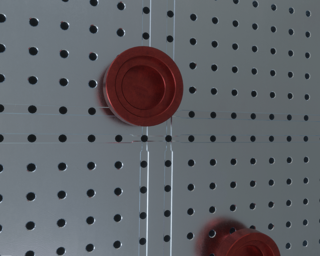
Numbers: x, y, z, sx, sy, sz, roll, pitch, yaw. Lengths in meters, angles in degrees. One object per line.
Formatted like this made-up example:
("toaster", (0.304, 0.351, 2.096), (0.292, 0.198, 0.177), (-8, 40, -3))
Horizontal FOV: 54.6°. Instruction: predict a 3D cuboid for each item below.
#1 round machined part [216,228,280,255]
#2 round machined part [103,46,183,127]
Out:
("round machined part", (0.121, 0.194, 0.448), (0.099, 0.042, 0.097), (0, 90, -20))
("round machined part", (-0.023, -0.050, 0.395), (0.099, 0.042, 0.097), (0, 90, -20))
